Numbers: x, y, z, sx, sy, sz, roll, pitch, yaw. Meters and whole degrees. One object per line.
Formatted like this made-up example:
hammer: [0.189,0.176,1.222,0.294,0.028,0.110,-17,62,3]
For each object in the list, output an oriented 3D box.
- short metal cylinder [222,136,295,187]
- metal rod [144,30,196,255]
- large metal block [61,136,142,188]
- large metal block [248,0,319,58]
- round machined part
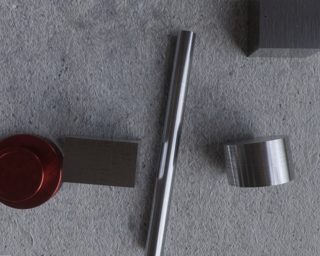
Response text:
short metal cylinder: [0.121,0.039,0.384,0.081,0.080,0.050,-9,90,0]
metal rod: [0.013,0.022,0.410,0.025,0.025,0.298,9,90,-1]
large metal block: [-0.067,0.038,0.382,0.081,0.080,0.050,5,90,-1]
large metal block: [0.161,-0.136,0.400,0.081,0.050,0.079,0,90,-1]
round machined part: [-0.177,0.057,0.399,0.099,0.042,0.097,0,90,-1]
